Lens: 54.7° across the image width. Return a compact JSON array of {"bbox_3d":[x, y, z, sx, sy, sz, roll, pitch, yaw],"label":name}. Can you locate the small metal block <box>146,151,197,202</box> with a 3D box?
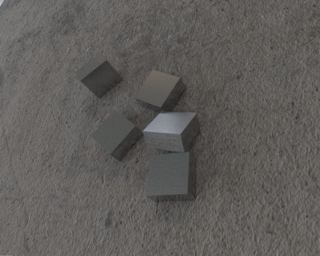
[{"bbox_3d":[0.014,0.058,0.361,0.050,0.025,0.050,-8,58,24],"label":"small metal block"}]

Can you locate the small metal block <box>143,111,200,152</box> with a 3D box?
[{"bbox_3d":[0.015,0.003,0.380,0.050,0.025,0.050,4,33,30],"label":"small metal block"}]

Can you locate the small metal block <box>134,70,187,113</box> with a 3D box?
[{"bbox_3d":[0.001,-0.049,0.434,0.050,0.025,0.050,23,74,36],"label":"small metal block"}]

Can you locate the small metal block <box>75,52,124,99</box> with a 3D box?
[{"bbox_3d":[-0.095,-0.082,0.488,0.050,0.050,0.025,-38,51,3],"label":"small metal block"}]

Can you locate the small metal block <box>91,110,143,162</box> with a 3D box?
[{"bbox_3d":[-0.059,0.010,0.429,0.050,0.025,0.050,-49,52,-7],"label":"small metal block"}]
